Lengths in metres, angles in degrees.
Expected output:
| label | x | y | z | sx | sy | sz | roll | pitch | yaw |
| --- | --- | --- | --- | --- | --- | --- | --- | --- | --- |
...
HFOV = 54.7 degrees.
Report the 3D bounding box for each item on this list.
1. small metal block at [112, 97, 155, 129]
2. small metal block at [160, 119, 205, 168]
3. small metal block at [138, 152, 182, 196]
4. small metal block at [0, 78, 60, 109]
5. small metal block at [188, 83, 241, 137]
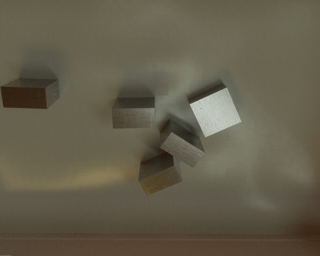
| label | x | y | z | sx | sy | sz | roll | pitch | yaw |
| --- | --- | --- | --- | --- | --- | --- | --- | --- | --- |
| small metal block | -0.031 | -0.020 | 0.390 | 0.050 | 0.050 | 0.025 | -1 | 110 | 0 |
| small metal block | 0.028 | 0.019 | 0.405 | 0.050 | 0.050 | 0.025 | 32 | 107 | -12 |
| small metal block | 0.000 | 0.059 | 0.420 | 0.050 | 0.050 | 0.025 | -24 | 109 | 8 |
| small metal block | -0.157 | -0.043 | 0.380 | 0.050 | 0.050 | 0.025 | 2 | 110 | -1 |
| small metal block | 0.071 | -0.023 | 0.404 | 0.050 | 0.025 | 0.050 | -25 | 109 | 8 |
